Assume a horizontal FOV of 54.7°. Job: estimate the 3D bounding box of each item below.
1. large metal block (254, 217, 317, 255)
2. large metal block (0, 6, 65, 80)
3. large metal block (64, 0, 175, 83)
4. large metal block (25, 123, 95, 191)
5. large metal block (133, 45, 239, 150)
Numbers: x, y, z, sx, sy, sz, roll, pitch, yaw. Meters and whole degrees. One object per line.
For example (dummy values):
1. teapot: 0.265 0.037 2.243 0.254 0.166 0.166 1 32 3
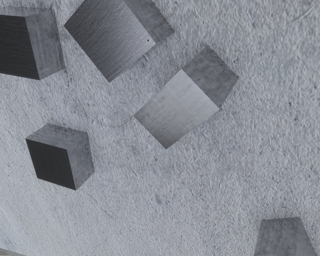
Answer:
1. large metal block: 0.162 0.173 0.393 0.050 0.080 0.080 -18 109 35
2. large metal block: -0.183 -0.116 0.416 0.080 0.050 0.079 12 124 21
3. large metal block: -0.045 -0.111 0.346 0.080 0.050 0.080 -31 102 38
4. large metal block: -0.160 0.046 0.504 0.080 0.050 0.079 12 123 22
5. large metal block: 0.030 -0.034 0.335 0.050 0.080 0.080 46 129 -4
